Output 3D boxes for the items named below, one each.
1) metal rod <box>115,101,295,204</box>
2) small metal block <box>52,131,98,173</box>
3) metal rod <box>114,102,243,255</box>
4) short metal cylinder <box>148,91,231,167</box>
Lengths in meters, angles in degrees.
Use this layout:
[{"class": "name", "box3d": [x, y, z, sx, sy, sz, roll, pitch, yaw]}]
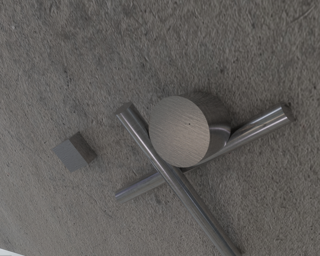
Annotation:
[{"class": "metal rod", "box3d": [0.035, 0.047, 0.417, 0.299, 0.025, 0.025, -33, 100, 38]}, {"class": "small metal block", "box3d": [-0.139, 0.040, 0.505, 0.050, 0.025, 0.050, -26, 104, 37]}, {"class": "metal rod", "box3d": [0.037, 0.090, 0.415, 0.025, 0.025, 0.299, -19, 117, 35]}, {"class": "short metal cylinder", "box3d": [0.034, 0.000, 0.357, 0.080, 0.050, 0.079, 10, 107, 36]}]
